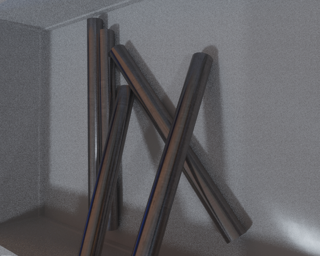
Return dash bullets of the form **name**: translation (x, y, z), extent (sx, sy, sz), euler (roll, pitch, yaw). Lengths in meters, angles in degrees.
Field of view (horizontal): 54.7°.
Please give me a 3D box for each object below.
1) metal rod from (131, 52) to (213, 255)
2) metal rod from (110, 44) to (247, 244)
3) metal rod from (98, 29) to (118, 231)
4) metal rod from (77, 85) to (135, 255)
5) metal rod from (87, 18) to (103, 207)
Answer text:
- **metal rod**: translation (0.007, 0.053, 0.320), extent (0.025, 0.025, 0.299), euler (2, 66, 39)
- **metal rod**: translation (0.011, 0.003, 0.396), extent (0.025, 0.025, 0.299), euler (-46, 63, 30)
- **metal rod**: translation (-0.078, 0.002, 0.468), extent (0.025, 0.025, 0.298), euler (-2, 89, 39)
- **metal rod**: translation (-0.067, 0.075, 0.375), extent (0.025, 0.025, 0.300), euler (-17, 52, 38)
- **metal rod**: translation (-0.101, -0.021, 0.487), extent (0.025, 0.025, 0.298), euler (-1, 89, 39)
